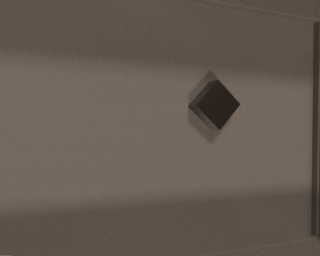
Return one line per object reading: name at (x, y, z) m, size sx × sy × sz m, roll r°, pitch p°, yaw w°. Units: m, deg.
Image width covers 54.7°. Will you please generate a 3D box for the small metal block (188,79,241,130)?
small metal block at (0.077, -0.032, 0.441) m, size 0.050 × 0.025 × 0.050 m, roll 44°, pitch 76°, yaw -15°
